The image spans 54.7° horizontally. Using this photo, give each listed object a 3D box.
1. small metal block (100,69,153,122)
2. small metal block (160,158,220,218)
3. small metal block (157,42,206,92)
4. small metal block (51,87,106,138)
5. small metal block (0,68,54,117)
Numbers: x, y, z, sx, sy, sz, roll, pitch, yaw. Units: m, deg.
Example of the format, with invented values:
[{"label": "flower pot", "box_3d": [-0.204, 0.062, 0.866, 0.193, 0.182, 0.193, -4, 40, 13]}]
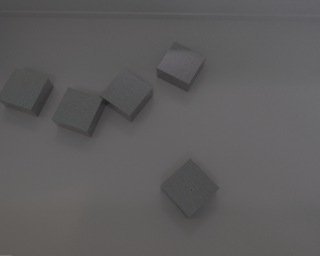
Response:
[{"label": "small metal block", "box_3d": [-0.045, -0.044, 0.425, 0.050, 0.025, 0.050, 34, 73, 11]}, {"label": "small metal block", "box_3d": [0.036, 0.075, 0.382, 0.050, 0.025, 0.050, -40, 75, -13]}, {"label": "small metal block", "box_3d": [0.030, -0.087, 0.442, 0.050, 0.025, 0.050, 29, 72, 10]}, {"label": "small metal block", "box_3d": [-0.108, -0.021, 0.416, 0.050, 0.025, 0.050, 19, 71, 6]}, {"label": "small metal block", "box_3d": [-0.184, -0.049, 0.426, 0.050, 0.025, 0.050, 18, 71, 6]}]
